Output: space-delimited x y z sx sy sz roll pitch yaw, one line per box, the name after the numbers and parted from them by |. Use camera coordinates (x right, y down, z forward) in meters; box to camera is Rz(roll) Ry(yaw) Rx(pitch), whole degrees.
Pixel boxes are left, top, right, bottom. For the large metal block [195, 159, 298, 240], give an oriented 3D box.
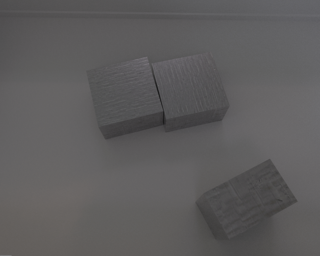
0.092 0.083 0.350 0.080 0.080 0.050 -25 72 -9 | large metal block

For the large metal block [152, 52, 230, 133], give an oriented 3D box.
0.038 -0.047 0.414 0.081 0.050 0.080 -12 71 -5 | large metal block

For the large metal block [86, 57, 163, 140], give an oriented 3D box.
-0.045 -0.039 0.410 0.081 0.050 0.080 -14 71 -5 | large metal block
